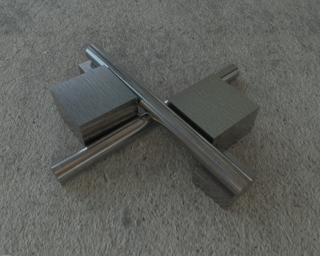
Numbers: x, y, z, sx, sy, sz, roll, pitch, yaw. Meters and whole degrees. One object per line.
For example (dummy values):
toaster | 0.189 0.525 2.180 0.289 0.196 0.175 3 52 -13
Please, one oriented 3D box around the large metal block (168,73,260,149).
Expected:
large metal block | 0.066 -0.015 0.402 0.081 0.050 0.080 -32 57 -24

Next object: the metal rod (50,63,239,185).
metal rod | -0.003 -0.017 0.420 0.302 0.025 0.025 -32 57 -24

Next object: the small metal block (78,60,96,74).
small metal block | -0.089 -0.084 0.476 0.050 0.025 0.050 -30 56 -23

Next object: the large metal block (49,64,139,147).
large metal block | -0.085 -0.029 0.410 0.081 0.050 0.080 -30 56 -23

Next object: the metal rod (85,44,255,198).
metal rod | -0.006 -0.026 0.393 0.025 0.025 0.300 -32 57 -24

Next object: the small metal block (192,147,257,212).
small metal block | 0.074 0.058 0.357 0.050 0.025 0.050 -36 59 -26
